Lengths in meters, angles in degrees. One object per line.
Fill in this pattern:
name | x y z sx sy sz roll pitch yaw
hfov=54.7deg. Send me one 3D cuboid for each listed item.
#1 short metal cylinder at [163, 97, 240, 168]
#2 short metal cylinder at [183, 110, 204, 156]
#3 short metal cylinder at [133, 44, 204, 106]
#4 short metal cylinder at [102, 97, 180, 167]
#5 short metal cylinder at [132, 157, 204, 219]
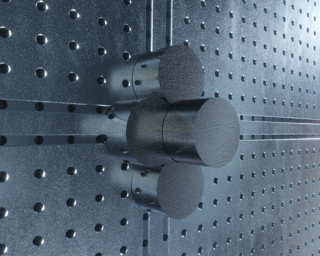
short metal cylinder | 0.050 0.005 0.368 0.081 0.050 0.079 0 90 -40
short metal cylinder | 0.045 0.005 0.429 0.081 0.050 0.079 0 90 -40
short metal cylinder | 0.012 -0.063 0.402 0.081 0.050 0.079 0 90 -41
short metal cylinder | -0.021 0.004 0.374 0.081 0.050 0.079 0 90 -40
short metal cylinder | 0.011 0.073 0.401 0.081 0.050 0.080 2 87 -40
